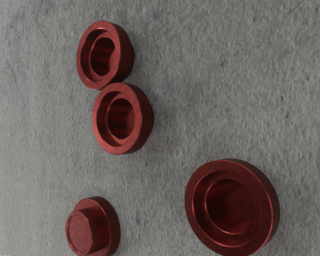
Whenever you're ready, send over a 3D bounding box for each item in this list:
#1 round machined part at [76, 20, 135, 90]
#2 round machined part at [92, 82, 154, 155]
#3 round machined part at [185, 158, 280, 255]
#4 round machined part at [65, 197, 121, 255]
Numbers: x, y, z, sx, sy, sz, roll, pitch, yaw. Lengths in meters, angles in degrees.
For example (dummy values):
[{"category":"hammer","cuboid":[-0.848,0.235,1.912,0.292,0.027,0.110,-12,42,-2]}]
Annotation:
[{"category":"round machined part","cuboid":[-0.076,-0.103,0.454,0.098,0.042,0.097,0,89,39]},{"category":"round machined part","cuboid":[-0.047,-0.013,0.430,0.098,0.042,0.097,0,90,39]},{"category":"round machined part","cuboid":[0.078,0.081,0.328,0.098,0.042,0.097,0,90,39]},{"category":"round machined part","cuboid":[-0.110,0.159,0.482,0.098,0.042,0.097,0,90,39]}]
